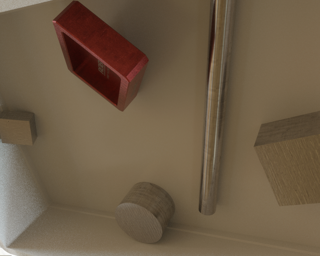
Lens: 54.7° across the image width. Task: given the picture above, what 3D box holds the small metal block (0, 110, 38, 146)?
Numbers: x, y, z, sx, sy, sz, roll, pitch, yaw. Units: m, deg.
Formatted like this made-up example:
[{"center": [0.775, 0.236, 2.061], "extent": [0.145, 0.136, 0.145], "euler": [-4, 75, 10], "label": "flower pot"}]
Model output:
[{"center": [-0.238, 0.000, 0.519], "extent": [0.050, 0.025, 0.050], "euler": [5, 124, -4], "label": "small metal block"}]

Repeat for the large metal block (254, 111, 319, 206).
[{"center": [0.157, 0.033, 0.330], "extent": [0.080, 0.050, 0.080], "euler": [-16, 111, 34], "label": "large metal block"}]

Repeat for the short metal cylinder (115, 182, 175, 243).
[{"center": [-0.023, 0.132, 0.485], "extent": [0.080, 0.050, 0.079], "euler": [13, 124, 20], "label": "short metal cylinder"}]

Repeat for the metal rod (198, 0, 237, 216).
[{"center": [0.064, -0.012, 0.366], "extent": [0.025, 0.025, 0.298], "euler": [12, 124, 21], "label": "metal rod"}]

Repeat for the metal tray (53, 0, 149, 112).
[{"center": [-0.064, -0.070, 0.345], "extent": [0.090, 0.030, 0.130], "euler": [38, 166, -1], "label": "metal tray"}]
